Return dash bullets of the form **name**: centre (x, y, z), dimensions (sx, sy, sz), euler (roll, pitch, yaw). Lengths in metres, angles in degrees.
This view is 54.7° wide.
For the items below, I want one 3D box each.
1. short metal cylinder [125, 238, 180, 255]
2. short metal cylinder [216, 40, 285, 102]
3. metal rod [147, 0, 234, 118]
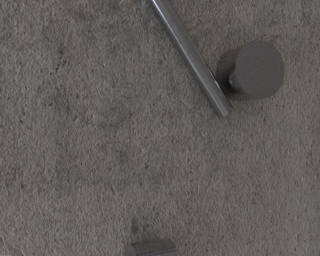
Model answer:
- **short metal cylinder**: centre (-0.009, 0.179, 0.377), dimensions (0.050, 0.080, 0.079), euler (-1, 91, -20)
- **short metal cylinder**: centre (0.128, -0.079, 0.443), dimensions (0.081, 0.050, 0.079), euler (0, 90, -20)
- **metal rod**: centre (0.013, -0.144, 0.413), dimensions (0.025, 0.025, 0.299), euler (-37, 102, -16)
